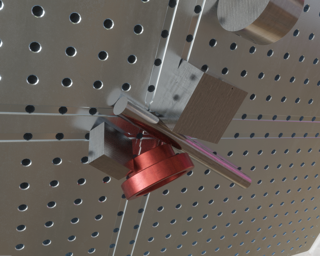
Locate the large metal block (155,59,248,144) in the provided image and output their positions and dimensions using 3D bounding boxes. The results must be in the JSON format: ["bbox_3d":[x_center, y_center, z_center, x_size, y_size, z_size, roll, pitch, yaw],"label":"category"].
[{"bbox_3d":[0.054,-0.033,0.406,0.081,0.050,0.080,16,110,-35],"label":"large metal block"}]

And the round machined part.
[{"bbox_3d":[-0.007,0.055,0.411,0.099,0.042,0.098,-25,166,-7],"label":"round machined part"}]

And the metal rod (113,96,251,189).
[{"bbox_3d":[0.053,0.035,0.463,0.301,0.025,0.025,32,101,-39],"label":"metal rod"}]

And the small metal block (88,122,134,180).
[{"bbox_3d":[-0.059,0.028,0.378,0.025,0.050,0.050,-31,133,23],"label":"small metal block"}]

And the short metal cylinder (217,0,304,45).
[{"bbox_3d":[0.112,-0.141,0.352,0.050,0.080,0.079,11,113,-34],"label":"short metal cylinder"}]
